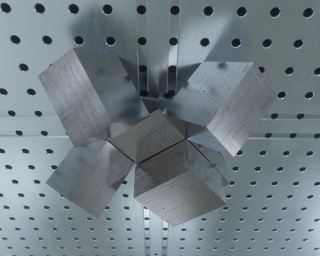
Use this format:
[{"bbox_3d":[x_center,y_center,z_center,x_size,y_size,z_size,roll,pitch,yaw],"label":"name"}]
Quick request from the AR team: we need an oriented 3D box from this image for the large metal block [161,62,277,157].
[{"bbox_3d":[0.062,-0.024,0.335,0.050,0.080,0.080,45,77,-30],"label":"large metal block"}]

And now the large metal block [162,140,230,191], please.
[{"bbox_3d":[0.041,0.055,0.441,0.080,0.050,0.080,-30,123,22],"label":"large metal block"}]

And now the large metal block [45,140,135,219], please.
[{"bbox_3d":[-0.092,0.060,0.405,0.050,0.080,0.080,45,159,-30],"label":"large metal block"}]

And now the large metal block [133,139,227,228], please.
[{"bbox_3d":[0.025,0.072,0.389,0.080,0.050,0.080,-31,125,22],"label":"large metal block"}]

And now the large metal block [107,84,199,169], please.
[{"bbox_3d":[-0.008,0.005,0.399,0.080,0.050,0.080,-31,124,23],"label":"large metal block"}]

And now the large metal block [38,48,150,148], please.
[{"bbox_3d":[-0.065,-0.032,0.327,0.050,0.080,0.080,-31,85,23],"label":"large metal block"}]
